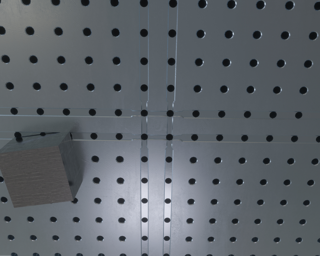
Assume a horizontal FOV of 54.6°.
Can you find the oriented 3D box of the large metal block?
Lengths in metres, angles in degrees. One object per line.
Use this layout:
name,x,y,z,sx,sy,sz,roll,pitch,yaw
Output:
large metal block,-0.159,0.055,0.419,0.080,0.050,0.080,-7,110,2
